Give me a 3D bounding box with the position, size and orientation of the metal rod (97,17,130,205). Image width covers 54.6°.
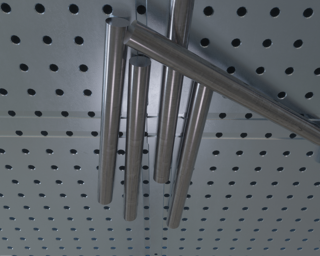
[{"bbox_3d":[-0.067,0.003,0.413,0.025,0.025,0.298,7,130,-6],"label":"metal rod"}]

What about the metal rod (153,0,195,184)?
[{"bbox_3d":[0.013,-0.038,0.379,0.025,0.025,0.298,3,130,-3],"label":"metal rod"}]

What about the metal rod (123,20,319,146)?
[{"bbox_3d":[0.097,-0.038,0.358,0.302,0.025,0.025,23,127,-26],"label":"metal rod"}]

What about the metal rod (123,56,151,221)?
[{"bbox_3d":[-0.037,0.038,0.443,0.025,0.025,0.298,4,130,-4],"label":"metal rod"}]

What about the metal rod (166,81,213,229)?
[{"bbox_3d":[0.038,0.056,0.459,0.025,0.025,0.298,4,130,-4],"label":"metal rod"}]
